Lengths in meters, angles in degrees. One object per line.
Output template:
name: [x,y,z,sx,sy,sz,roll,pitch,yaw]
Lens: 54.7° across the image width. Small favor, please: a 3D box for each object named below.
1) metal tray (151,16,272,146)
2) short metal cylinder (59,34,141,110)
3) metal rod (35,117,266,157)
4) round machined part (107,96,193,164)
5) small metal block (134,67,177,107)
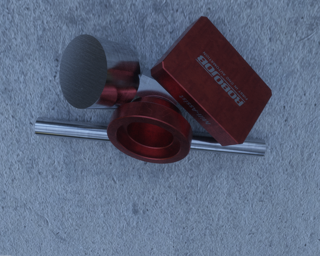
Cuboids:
metal tray: [0.064,-0.052,0.362,0.130,0.030,0.090,43,66,-15]
short metal cylinder: [-0.069,-0.061,0.353,0.080,0.050,0.079,1,92,37]
metal rod: [-0.010,0.013,0.416,0.302,0.025,0.025,6,110,-3]
round machined part: [-0.010,0.000,0.369,0.098,0.042,0.098,10,146,7]
small metal block: [-0.002,-0.049,0.378,0.050,0.050,0.025,22,109,-8]
